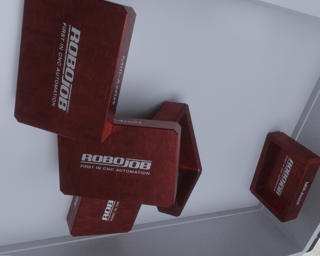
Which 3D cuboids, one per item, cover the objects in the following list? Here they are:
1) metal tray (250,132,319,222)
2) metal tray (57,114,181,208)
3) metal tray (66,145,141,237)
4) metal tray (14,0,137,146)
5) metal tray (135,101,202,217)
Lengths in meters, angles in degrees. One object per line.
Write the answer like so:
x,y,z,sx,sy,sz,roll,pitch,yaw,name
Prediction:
0.210,0.084,0.532,0.030,0.090,0.129,-7,122,-25,metal tray
-0.045,0.035,0.346,0.131,0.030,0.089,5,106,8,metal tray
-0.066,0.087,0.423,0.091,0.030,0.129,8,115,-32,metal tray
-0.082,-0.057,0.290,0.090,0.030,0.129,17,111,4,metal tray
0.017,0.042,0.408,0.090,0.030,0.129,-55,141,-39,metal tray
